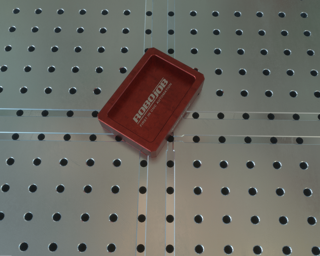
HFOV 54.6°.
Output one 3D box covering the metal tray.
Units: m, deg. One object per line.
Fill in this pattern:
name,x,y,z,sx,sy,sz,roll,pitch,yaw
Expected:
metal tray,-0.010,-0.037,0.422,0.090,0.030,0.130,31,73,10
